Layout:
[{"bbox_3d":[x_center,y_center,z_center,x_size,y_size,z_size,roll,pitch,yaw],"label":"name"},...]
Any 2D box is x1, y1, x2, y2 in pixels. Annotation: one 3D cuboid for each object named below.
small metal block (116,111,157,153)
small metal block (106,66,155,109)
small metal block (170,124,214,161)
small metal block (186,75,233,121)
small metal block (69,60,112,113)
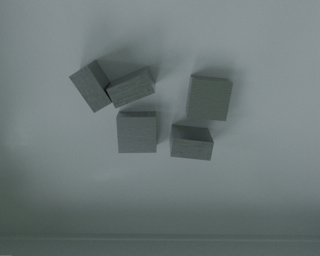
[{"bbox_3d":[-0.030,0.005,0.413,0.050,0.025,0.050,-1,110,0],"label":"small metal block"},{"bbox_3d":[-0.034,-0.051,0.379,0.050,0.050,0.025,-21,109,7],"label":"small metal block"},{"bbox_3d":[0.040,0.018,0.405,0.050,0.050,0.025,6,110,-3],"label":"small metal block"},{"bbox_3d":[0.062,-0.038,0.398,0.050,0.025,0.050,5,110,-2],"label":"small metal block"},{"bbox_3d":[-0.079,-0.052,0.378,0.025,0.050,0.050,-29,108,10],"label":"small metal block"}]
